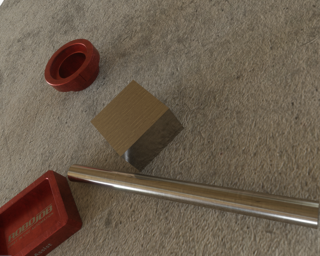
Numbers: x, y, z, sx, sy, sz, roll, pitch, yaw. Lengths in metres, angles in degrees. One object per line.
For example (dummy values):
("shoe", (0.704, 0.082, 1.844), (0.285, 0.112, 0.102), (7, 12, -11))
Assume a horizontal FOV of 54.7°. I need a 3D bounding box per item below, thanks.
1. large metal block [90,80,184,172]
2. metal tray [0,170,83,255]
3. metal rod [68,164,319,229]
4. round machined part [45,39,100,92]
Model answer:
("large metal block", (-0.030, -0.004, 0.406), (0.080, 0.050, 0.080), (-45, 51, -3))
("metal tray", (-0.174, 0.129, 0.412), (0.130, 0.030, 0.090), (-38, 51, 2))
("metal rod", (0.013, 0.070, 0.353), (0.300, 0.025, 0.025), (4, 64, 29))
("round machined part", (-0.144, -0.101, 0.531), (0.098, 0.042, 0.098), (-13, 56, 21))
